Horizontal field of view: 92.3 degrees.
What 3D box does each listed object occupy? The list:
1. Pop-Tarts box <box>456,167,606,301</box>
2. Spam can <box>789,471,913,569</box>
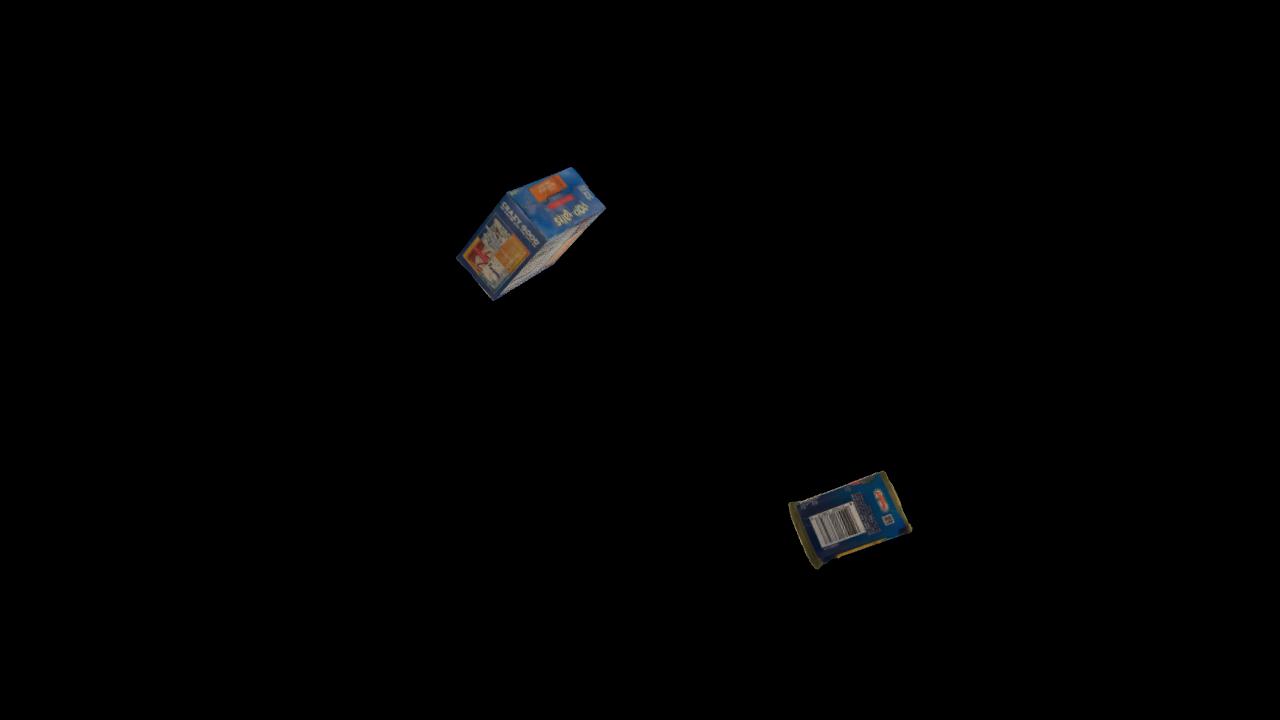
[{"bbox_3d":[-0.150,-0.180,0.865,0.141,0.083,0.167,-37,7,37],"label":"Pop-Tarts box"},{"bbox_3d":[0.184,0.137,0.537,0.085,0.058,0.101,-25,-18,15],"label":"Spam can"}]
